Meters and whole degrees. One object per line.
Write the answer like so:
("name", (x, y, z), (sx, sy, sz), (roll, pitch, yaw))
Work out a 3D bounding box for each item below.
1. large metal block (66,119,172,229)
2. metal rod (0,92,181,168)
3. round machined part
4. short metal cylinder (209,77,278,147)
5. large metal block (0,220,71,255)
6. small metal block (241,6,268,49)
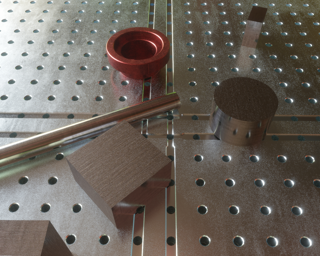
("large metal block", (-0.044, 0.049, 0.350), (0.080, 0.050, 0.080), (-36, 59, -26))
("metal rod", (-0.114, 0.008, 0.399), (0.302, 0.025, 0.025), (-19, 53, -16))
("round machined part", (-0.033, -0.115, 0.493), (0.099, 0.042, 0.098), (0, 50, 0))
("short metal cylinder", (0.109, -0.022, 0.411), (0.081, 0.050, 0.080), (0, 50, 0))
("large metal block", (-0.117, 0.132, 0.260), (0.050, 0.080, 0.080), (0, 50, 0))
("small metal block", (0.165, -0.176, 0.541), (0.025, 0.050, 0.050), (17, 52, 14))
